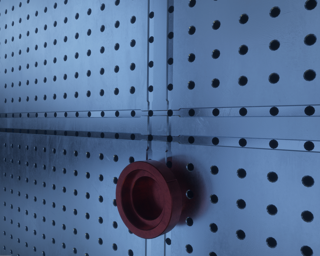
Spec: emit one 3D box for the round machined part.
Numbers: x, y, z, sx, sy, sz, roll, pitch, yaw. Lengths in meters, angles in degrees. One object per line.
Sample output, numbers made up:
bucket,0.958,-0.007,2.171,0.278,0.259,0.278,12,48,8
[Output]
round machined part,-0.010,0.090,0.407,0.098,0.042,0.097,0,90,40
